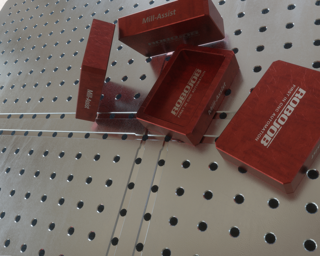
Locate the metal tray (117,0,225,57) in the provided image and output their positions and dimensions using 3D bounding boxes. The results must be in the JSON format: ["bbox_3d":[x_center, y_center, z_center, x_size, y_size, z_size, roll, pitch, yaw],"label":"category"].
[{"bbox_3d":[0.017,-0.141,0.441,0.130,0.090,0.030,-8,82,24],"label":"metal tray"}]

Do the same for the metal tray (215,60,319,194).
[{"bbox_3d":[0.134,-0.007,0.339,0.090,0.030,0.130,30,78,37],"label":"metal tray"}]

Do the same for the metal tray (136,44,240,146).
[{"bbox_3d":[0.037,-0.050,0.416,0.090,0.030,0.130,19,72,35],"label":"metal tray"}]

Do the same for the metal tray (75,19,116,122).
[{"bbox_3d":[-0.095,-0.078,0.448,0.030,0.129,0.090,12,60,-13],"label":"metal tray"}]
